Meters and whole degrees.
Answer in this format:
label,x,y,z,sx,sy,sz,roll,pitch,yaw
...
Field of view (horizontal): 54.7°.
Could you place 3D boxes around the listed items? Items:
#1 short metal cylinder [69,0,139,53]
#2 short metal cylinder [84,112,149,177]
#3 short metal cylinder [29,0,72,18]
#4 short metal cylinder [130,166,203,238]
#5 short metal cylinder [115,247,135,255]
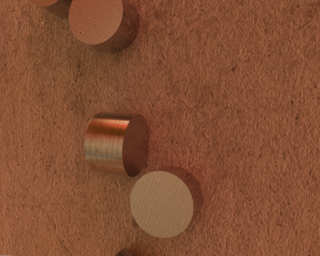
label,x,y,z,sx,sy,sz,roll,pitch,yaw
short metal cylinder,-0.075,-0.147,0.422,0.080,0.050,0.080,0,90,20
short metal cylinder,-0.053,0.020,0.398,0.050,0.080,0.079,5,92,20
short metal cylinder,-0.148,-0.207,0.448,0.080,0.050,0.080,0,90,20
short metal cylinder,0.009,0.091,0.392,0.080,0.050,0.080,0,90,20
short metal cylinder,-0.054,0.203,0.399,0.050,0.080,0.080,40,103,15
